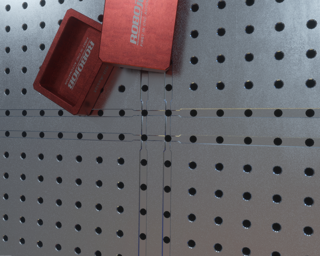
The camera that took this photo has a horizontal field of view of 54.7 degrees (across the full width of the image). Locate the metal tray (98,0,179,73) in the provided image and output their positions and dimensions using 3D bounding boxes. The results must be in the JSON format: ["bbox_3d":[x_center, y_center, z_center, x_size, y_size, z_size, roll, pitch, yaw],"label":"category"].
[{"bbox_3d":[-0.025,-0.143,0.401,0.091,0.030,0.129,7,93,-3],"label":"metal tray"}]

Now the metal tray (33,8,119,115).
[{"bbox_3d":[-0.119,-0.094,0.450,0.090,0.030,0.129,32,100,17],"label":"metal tray"}]
